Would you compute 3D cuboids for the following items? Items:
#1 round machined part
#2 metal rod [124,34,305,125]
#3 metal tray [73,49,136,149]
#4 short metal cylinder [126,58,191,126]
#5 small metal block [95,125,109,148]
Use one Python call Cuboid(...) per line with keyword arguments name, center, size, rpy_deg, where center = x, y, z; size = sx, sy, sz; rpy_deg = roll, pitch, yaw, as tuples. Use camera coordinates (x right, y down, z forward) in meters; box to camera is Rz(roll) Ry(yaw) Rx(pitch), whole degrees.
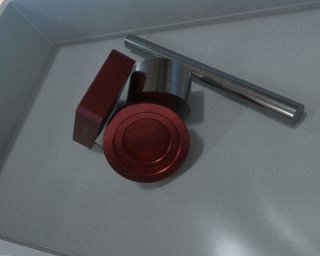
Cuboid(name="round machined part", center=(-0.016, 0.013, 0.371), size=(0.098, 0.098, 0.042), rpy_deg=(-33, 17, 6))
Cuboid(name="metal rod", center=(0.050, -0.079, 0.426), size=(0.300, 0.025, 0.025), rpy_deg=(33, 80, 38))
Cuboid(name="metal tray", center=(-0.076, -0.031, 0.401), size=(0.030, 0.129, 0.090), rpy_deg=(28, 67, -7))
Cuboid(name="short metal cylinder", center=(0.000, -0.044, 0.396), size=(0.080, 0.080, 0.050), rpy_deg=(-9, 58, 23))
Cuboid(name="small metal block", center=(-0.062, 0.006, 0.415), size=(0.025, 0.050, 0.050), rpy_deg=(36, 78, -6))
